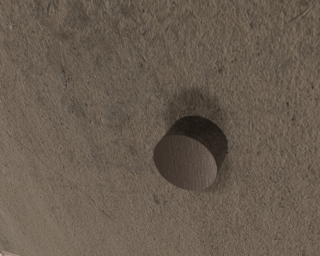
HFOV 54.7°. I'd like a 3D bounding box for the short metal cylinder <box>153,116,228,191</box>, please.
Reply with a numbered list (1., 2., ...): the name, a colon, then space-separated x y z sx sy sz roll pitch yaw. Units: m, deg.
1. short metal cylinder: 0.039 0.031 0.388 0.080 0.050 0.079 13 124 20
